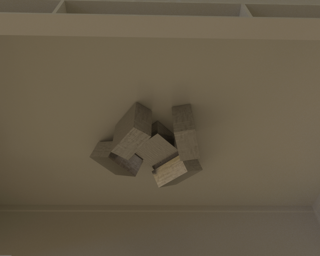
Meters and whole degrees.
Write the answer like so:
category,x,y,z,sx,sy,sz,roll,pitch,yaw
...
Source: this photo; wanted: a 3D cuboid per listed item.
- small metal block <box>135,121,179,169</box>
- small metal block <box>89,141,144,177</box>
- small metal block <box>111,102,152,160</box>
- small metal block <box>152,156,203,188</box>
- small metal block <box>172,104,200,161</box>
category,x,y,z,sx,sy,sz,roll,pitch,yaw
small metal block,-0.005,0.026,0.428,0.050,0.025,0.050,-34,123,25
small metal block,-0.060,0.043,0.427,0.050,0.025,0.050,41,152,-30
small metal block,-0.035,0.004,0.392,0.025,0.050,0.050,30,124,-23
small metal block,0.025,0.061,0.442,0.050,0.025,0.050,-34,160,24
small metal block,0.033,0.006,0.395,0.025,0.050,0.050,-9,130,6
